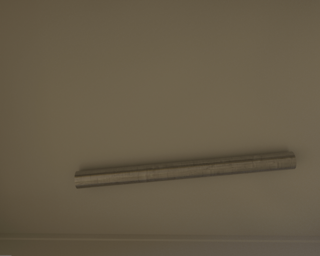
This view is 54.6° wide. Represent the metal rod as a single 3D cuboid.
[{"bbox_3d":[0.034,0.059,0.433,0.301,0.025,0.025,-5,110,2],"label":"metal rod"}]
